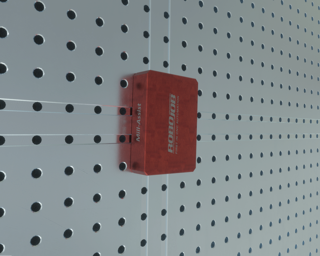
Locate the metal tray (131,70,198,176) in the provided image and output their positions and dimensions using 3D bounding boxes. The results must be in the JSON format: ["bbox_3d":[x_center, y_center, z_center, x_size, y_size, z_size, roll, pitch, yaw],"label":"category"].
[{"bbox_3d":[0.008,-0.005,0.414,0.091,0.030,0.129,3,88,-40],"label":"metal tray"}]
